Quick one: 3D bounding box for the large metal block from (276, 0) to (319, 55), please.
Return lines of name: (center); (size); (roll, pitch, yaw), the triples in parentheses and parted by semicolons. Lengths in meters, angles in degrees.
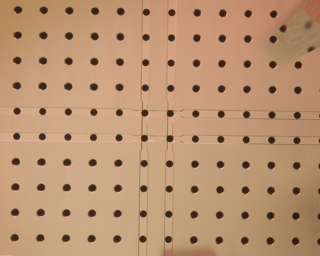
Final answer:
large metal block: (0.205, -0.146, 0.387); (0.050, 0.080, 0.080); (42, 90, 0)
